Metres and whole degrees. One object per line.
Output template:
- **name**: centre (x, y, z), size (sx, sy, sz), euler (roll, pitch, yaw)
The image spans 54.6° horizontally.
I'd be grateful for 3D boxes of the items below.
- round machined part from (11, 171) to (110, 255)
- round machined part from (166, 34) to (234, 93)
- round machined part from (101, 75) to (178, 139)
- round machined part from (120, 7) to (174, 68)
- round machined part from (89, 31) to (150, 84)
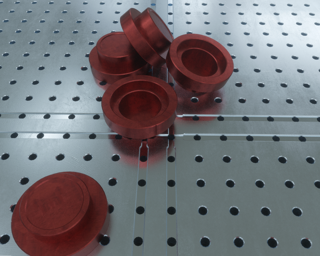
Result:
- **round machined part**: centre (-0.105, 0.087, 0.324), size (0.099, 0.042, 0.098), euler (0, 50, 0)
- **round machined part**: centre (0.056, -0.091, 0.463), size (0.099, 0.042, 0.098), euler (8, 56, -12)
- **round machined part**: centre (-0.026, -0.023, 0.416), size (0.099, 0.042, 0.098), euler (0, 50, 0)
- **round machined part**: centre (-0.013, -0.145, 0.480), size (0.042, 0.098, 0.098), euler (-33, 47, 22)
- **round machined part**: centre (-0.064, -0.118, 0.495), size (0.099, 0.042, 0.098), euler (0, 50, 0)
